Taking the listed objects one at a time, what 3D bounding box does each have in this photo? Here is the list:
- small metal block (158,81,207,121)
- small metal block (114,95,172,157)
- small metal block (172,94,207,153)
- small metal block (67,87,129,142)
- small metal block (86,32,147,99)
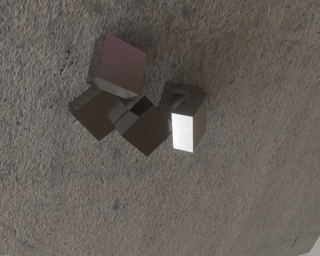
[{"bbox_3d":[0.027,-0.031,0.406,0.050,0.025,0.050,2,118,-30],"label":"small metal block"},{"bbox_3d":[-0.016,-0.002,0.366,0.050,0.025,0.050,-44,130,2],"label":"small metal block"},{"bbox_3d":[0.037,-0.007,0.377,0.050,0.025,0.050,-51,145,-48],"label":"small metal block"},{"bbox_3d":[-0.069,-0.021,0.358,0.050,0.025,0.050,-38,130,-3],"label":"small metal block"},{"bbox_3d":[-0.046,-0.064,0.330,0.050,0.025,0.050,20,71,-36],"label":"small metal block"}]
